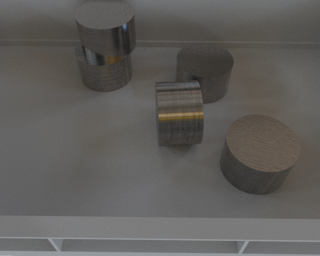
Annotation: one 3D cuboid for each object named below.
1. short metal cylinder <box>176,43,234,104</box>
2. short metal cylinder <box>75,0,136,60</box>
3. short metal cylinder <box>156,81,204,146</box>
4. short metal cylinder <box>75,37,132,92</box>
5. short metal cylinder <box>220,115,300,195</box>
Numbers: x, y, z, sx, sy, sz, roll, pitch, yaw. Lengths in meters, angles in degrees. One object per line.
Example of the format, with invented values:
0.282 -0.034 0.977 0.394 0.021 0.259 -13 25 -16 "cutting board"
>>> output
0.064 -0.082 0.458 0.080 0.050 0.080 0 50 0 "short metal cylinder"
-0.076 -0.141 0.442 0.081 0.050 0.080 0 50 0 "short metal cylinder"
0.022 -0.018 0.385 0.050 0.080 0.080 -3 50 -3 "short metal cylinder"
-0.084 -0.101 0.473 0.080 0.050 0.080 0 50 0 "short metal cylinder"
0.114 0.031 0.364 0.080 0.050 0.080 0 50 0 "short metal cylinder"
